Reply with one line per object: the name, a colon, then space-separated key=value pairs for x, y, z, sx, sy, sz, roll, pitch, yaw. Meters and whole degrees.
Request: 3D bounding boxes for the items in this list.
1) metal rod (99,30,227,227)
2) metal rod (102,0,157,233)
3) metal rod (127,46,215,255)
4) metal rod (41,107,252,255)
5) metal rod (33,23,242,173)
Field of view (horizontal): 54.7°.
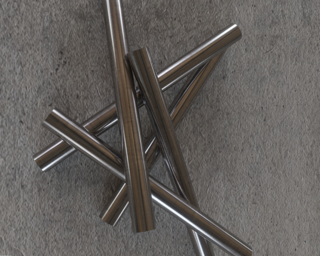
metal rod: x=0.014 y=-0.008 z=0.413 sx=0.025 sy=0.025 sz=0.300 roll=36 pitch=78 yaw=-17
metal rod: x=-0.039 y=-0.037 z=0.355 sx=0.025 sy=0.025 sz=0.299 roll=-5 pitch=77 yaw=-20
metal rod: x=0.020 y=0.047 z=0.391 sx=0.025 sy=0.025 sz=0.298 roll=-24 pitch=108 yaw=-18
metal rod: x=-0.004 y=0.076 z=0.370 sx=0.301 sy=0.025 sz=0.025 roll=38 pitch=78 yaw=-14
metal rod: x=-0.019 y=-0.044 z=0.387 sx=0.301 sy=0.025 sz=0.025 roll=-35 pitch=102 yaw=-11
